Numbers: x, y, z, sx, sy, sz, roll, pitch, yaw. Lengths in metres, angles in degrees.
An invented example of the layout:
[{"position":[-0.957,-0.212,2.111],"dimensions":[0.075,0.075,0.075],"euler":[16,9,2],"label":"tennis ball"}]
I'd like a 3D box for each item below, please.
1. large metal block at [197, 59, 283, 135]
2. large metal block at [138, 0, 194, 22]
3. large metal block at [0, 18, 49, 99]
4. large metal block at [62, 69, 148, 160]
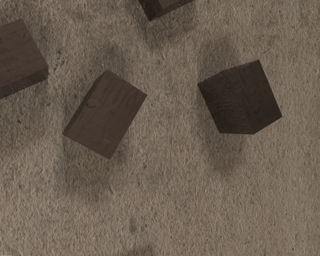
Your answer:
[{"position":[0.105,-0.039,0.420],"dimensions":[0.050,0.080,0.080],"euler":[-29,100,-18],"label":"large metal block"},{"position":[0.008,-0.197,0.399],"dimensions":[0.080,0.050,0.080],"euler":[-32,101,-17],"label":"large metal block"},{"position":[-0.165,-0.062,0.319],"dimensions":[0.080,0.080,0.050],"euler":[-29,100,-18],"label":"large metal block"},{"position":[-0.067,-0.014,0.356],"dimensions":[0.050,0.080,0.080],"euler":[32,79,-18],"label":"large metal block"}]
